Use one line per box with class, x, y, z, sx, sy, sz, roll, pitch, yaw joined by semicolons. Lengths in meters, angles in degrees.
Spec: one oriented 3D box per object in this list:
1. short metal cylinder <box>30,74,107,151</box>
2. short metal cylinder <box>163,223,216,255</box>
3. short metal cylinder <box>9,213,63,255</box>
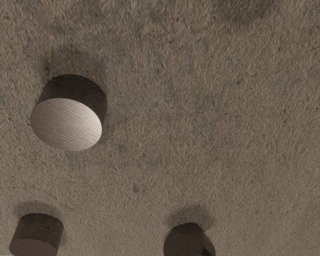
short metal cylinder;-0.107;-0.018;0.374;0.081;0.050;0.079;0;130;0
short metal cylinder;0.053;0.222;0.561;0.080;0.080;0.050;-23;127;18
short metal cylinder;-0.220;0.197;0.556;0.081;0.050;0.079;0;130;0
